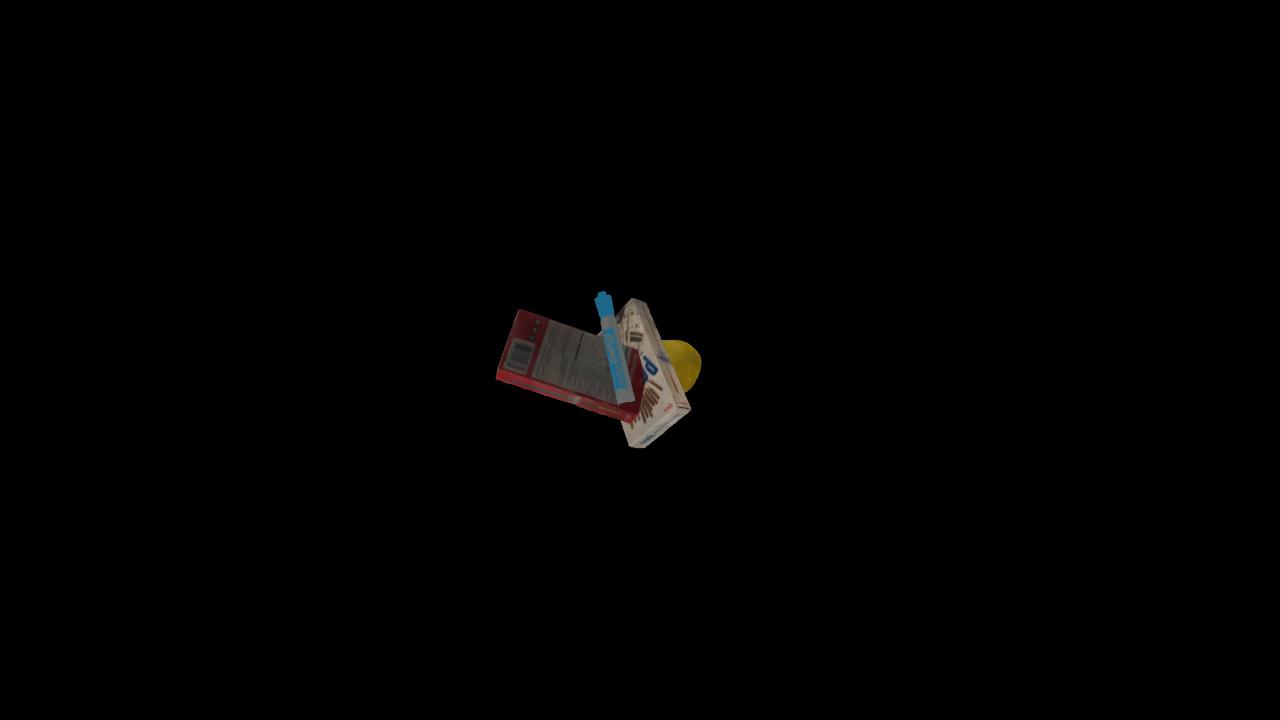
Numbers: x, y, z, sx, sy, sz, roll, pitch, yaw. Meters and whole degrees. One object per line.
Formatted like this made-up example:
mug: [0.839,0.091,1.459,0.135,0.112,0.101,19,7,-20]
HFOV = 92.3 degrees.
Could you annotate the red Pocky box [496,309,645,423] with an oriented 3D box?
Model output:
red Pocky box: [-0.069,0.007,0.662,0.155,0.083,0.028,19,-36,-11]

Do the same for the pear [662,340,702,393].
pear: [0.018,0.000,0.765,0.111,0.080,0.080,26,-6,-12]

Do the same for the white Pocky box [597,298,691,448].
white Pocky box: [-0.002,0.014,0.698,0.028,0.154,0.084,12,-45,-42]

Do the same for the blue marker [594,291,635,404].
blue marker: [-0.027,-0.014,0.648,0.020,0.121,0.020,-13,-7,-2]
